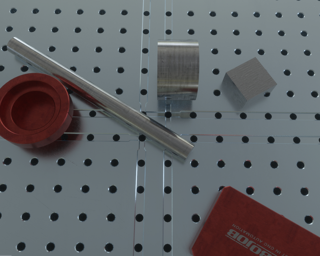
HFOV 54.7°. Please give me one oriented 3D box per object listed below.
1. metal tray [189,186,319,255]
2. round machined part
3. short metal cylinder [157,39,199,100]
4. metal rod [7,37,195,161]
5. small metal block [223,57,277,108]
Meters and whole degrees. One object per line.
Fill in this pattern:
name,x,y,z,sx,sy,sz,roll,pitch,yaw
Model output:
metal tray,0.112,0.139,0.360,0.130,0.030,0.090,29,72,10
round machined part,-0.163,-0.020,0.408,0.099,0.042,0.098,0,70,-1
short metal cylinder,0.022,-0.077,0.411,0.050,0.080,0.080,1,70,0
metal rod,-0.087,-0.045,0.426,0.301,0.025,0.025,31,73,10
small metal block,0.126,-0.064,0.437,0.050,0.025,0.050,-29,73,-10
